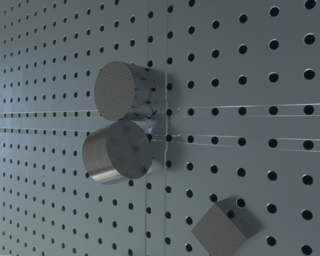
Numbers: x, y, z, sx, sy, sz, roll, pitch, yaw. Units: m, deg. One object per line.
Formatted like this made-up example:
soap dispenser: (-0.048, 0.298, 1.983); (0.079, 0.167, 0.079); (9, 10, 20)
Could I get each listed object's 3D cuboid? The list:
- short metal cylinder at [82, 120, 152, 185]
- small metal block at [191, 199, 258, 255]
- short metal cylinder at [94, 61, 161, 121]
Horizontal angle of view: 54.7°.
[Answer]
short metal cylinder: (-0.057, 0.034, 0.421); (0.050, 0.081, 0.080); (-20, 77, 38)
small metal block: (0.071, 0.118, 0.351); (0.050, 0.025, 0.050); (47, 118, 29)
short metal cylinder: (-0.046, -0.049, 0.431); (0.080, 0.050, 0.079); (0, 90, 40)
